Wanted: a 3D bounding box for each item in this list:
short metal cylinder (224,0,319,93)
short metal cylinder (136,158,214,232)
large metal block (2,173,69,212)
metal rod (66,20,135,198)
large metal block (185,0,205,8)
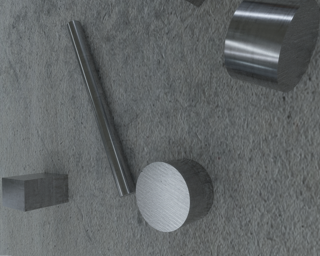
[{"bbox_3d":[0.103,-0.078,0.284,0.050,0.081,0.079,25,106,37],"label":"short metal cylinder"},{"bbox_3d":[0.017,0.079,0.375,0.080,0.050,0.080,0,90,40],"label":"short metal cylinder"},{"bbox_3d":[-0.222,0.111,0.553,0.080,0.081,0.050,-3,88,40],"label":"large metal block"},{"bbox_3d":[-0.096,-0.039,0.483,0.025,0.025,0.299,-32,70,35],"label":"metal rod"},{"bbox_3d":[0.035,-0.192,0.340,0.080,0.081,0.050,-44,63,31],"label":"large metal block"}]
